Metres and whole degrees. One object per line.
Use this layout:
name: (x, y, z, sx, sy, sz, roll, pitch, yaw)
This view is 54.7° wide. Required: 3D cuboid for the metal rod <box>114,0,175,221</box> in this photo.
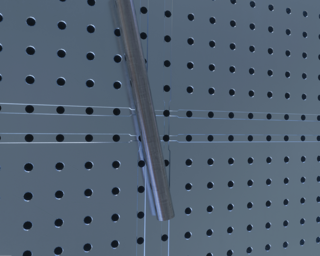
metal rod: (-0.020, -0.026, 0.405, 0.025, 0.025, 0.298, -12, 94, -20)
